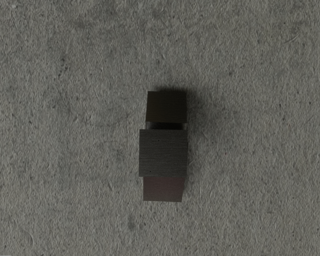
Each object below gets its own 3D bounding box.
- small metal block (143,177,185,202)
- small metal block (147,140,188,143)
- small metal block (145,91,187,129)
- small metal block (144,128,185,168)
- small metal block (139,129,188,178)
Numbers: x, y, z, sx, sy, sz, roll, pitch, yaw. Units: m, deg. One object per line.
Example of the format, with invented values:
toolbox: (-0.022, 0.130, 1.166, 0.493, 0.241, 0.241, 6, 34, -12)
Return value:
small metal block: (0.004, 0.069, 0.399, 0.050, 0.025, 0.050, 2, 131, -1)
small metal block: (0.006, 0.027, 0.373, 0.050, 0.050, 0.025, 2, 90, -1)
small metal block: (0.008, -0.020, 0.399, 0.050, 0.025, 0.050, 3, 54, 0)
small metal block: (0.006, 0.026, 0.412, 0.050, 0.025, 0.050, 2, 90, -1)
small metal block: (0.003, 0.027, 0.336, 0.050, 0.025, 0.050, 1, 90, -1)
